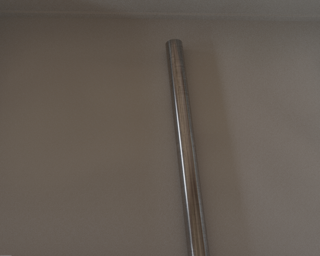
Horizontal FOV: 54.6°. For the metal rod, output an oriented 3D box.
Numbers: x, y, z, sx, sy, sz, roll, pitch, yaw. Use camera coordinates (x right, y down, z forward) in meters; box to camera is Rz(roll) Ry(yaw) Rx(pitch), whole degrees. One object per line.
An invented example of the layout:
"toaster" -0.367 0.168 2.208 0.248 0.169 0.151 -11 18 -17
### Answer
"metal rod" 0.033 0.017 0.403 0.025 0.025 0.299 -5 70 -2
